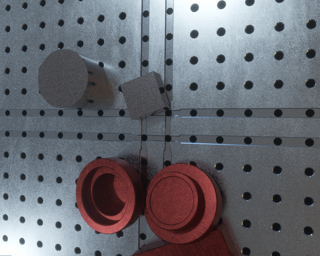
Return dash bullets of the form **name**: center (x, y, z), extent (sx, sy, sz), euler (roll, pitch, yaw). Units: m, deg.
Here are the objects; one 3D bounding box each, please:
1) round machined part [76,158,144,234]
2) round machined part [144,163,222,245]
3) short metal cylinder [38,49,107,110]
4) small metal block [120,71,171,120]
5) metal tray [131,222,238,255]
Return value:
- **round machined part**: center (-0.063, 0.089, 0.419), extent (0.098, 0.042, 0.097), euler (-1, 88, 29)
- **round machined part**: center (0.022, 0.091, 0.379), extent (0.098, 0.042, 0.098), euler (-10, 67, 24)
- **short metal cylinder**: center (-0.124, -0.067, 0.441), extent (0.080, 0.050, 0.079), euler (0, 90, 19)
- **small metal block**: center (-0.020, -0.043, 0.419), extent (0.050, 0.025, 0.050), euler (-20, 84, 18)
- **metal tray**: center (0.037, 0.185, 0.396), extent (0.130, 0.030, 0.090), euler (-24, 82, 18)
